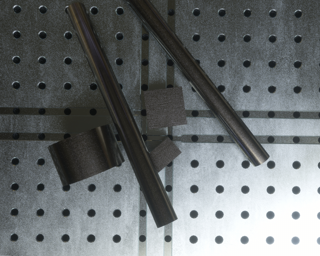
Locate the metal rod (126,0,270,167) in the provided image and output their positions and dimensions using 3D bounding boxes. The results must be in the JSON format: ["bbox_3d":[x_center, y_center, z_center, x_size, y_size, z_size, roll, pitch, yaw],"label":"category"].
[{"bbox_3d":[0.044,-0.074,0.413,0.025,0.025,0.300,-38,90,0],"label":"metal rod"}]

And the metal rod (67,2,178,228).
[{"bbox_3d":[-0.052,-0.026,0.379,0.025,0.025,0.299,-24,77,0],"label":"metal rod"}]

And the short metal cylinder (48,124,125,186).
[{"bbox_3d":[-0.090,0.033,0.385,0.080,0.080,0.050,-21,90,0],"label":"short metal cylinder"}]

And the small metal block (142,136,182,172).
[{"bbox_3d":[-0.001,0.036,0.401,0.050,0.050,0.025,-41,90,0],"label":"small metal block"}]

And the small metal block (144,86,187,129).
[{"bbox_3d":[0.007,-0.026,0.413,0.050,0.025,0.050,-8,90,0],"label":"small metal block"}]
